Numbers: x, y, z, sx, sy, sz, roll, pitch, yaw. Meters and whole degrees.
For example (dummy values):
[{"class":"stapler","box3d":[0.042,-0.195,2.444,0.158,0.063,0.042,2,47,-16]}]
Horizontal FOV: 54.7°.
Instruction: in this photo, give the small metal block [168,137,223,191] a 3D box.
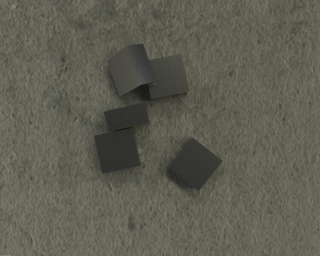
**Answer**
[{"class":"small metal block","box3d":[0.046,0.046,0.411,0.050,0.025,0.050,38,90,-1]}]

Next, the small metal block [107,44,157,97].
[{"class":"small metal block","box3d":[-0.037,-0.073,0.395,0.025,0.050,0.050,-20,91,-40]}]

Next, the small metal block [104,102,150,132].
[{"class":"small metal block","box3d":[-0.040,-0.013,0.397,0.050,0.050,0.025,-13,90,0]}]

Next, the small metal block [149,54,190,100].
[{"class":"small metal block","box3d":[0.008,-0.067,0.410,0.050,0.025,0.050,-12,90,-1]}]

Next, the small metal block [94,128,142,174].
[{"class":"small metal block","box3d":[-0.055,0.029,0.409,0.050,0.025,0.050,-12,90,-1]}]
